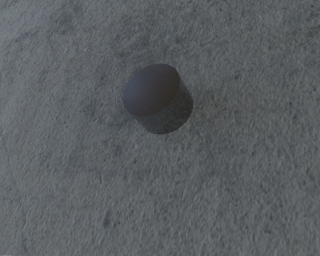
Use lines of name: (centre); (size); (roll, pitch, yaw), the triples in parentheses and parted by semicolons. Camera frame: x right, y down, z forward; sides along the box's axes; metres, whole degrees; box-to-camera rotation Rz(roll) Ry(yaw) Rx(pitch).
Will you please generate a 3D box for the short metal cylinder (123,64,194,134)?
short metal cylinder: (-0.002, -0.038, 0.411); (0.080, 0.050, 0.080); (-13, 56, 20)
